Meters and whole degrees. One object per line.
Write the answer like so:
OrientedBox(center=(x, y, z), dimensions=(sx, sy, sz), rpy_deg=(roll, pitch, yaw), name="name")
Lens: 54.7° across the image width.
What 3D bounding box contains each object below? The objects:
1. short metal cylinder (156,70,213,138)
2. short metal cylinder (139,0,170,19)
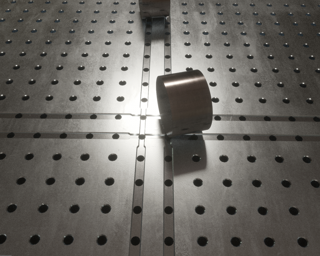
OrientedBox(center=(0.029, -0.032, 0.399), dimensions=(0.050, 0.080, 0.080), rpy_deg=(-11, 51, -10), name="short metal cylinder")
OrientedBox(center=(-0.013, -0.248, 0.580), dimensions=(0.050, 0.080, 0.080), rpy_deg=(-7, 51, -6), name="short metal cylinder")
